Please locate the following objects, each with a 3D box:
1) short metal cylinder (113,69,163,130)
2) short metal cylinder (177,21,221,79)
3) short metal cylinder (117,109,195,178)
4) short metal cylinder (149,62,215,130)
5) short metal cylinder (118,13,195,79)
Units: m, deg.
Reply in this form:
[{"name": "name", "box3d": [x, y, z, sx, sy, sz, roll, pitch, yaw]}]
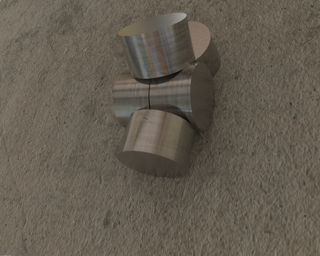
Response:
[{"name": "short metal cylinder", "box3d": [-0.016, -0.037, 0.401, 0.050, 0.080, 0.080, 1, 62, 28]}, {"name": "short metal cylinder", "box3d": [0.039, -0.100, 0.430, 0.080, 0.050, 0.080, -13, 56, 20]}, {"name": "short metal cylinder", "box3d": [-0.004, 0.020, 0.359, 0.080, 0.080, 0.050, 0, 62, 28]}, {"name": "short metal cylinder", "box3d": [0.029, -0.037, 0.376, 0.050, 0.080, 0.080, 0, 62, 29]}, {"name": "short metal cylinder", "box3d": [-0.003, -0.098, 0.365, 0.080, 0.050, 0.080, -12, 29, 7]}]
